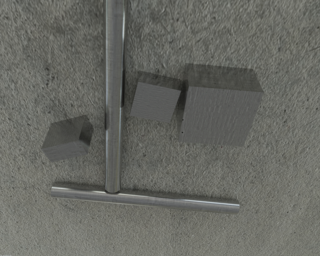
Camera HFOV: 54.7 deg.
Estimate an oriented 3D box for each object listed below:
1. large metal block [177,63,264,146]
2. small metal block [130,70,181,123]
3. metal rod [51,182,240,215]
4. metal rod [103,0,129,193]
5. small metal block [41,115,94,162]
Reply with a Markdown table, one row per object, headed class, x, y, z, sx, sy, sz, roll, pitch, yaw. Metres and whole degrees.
| class | x | y | z | sx | sy | sz | roll | pitch | yaw |
| --- | --- | --- | --- | --- | --- | --- | --- | --- | --- |
| large metal block | 0.066 | -0.027 | 0.369 | 0.081 | 0.050 | 0.079 | 4 | 130 | -4 |
| small metal block | -0.006 | -0.037 | 0.376 | 0.050 | 0.025 | 0.050 | 11 | 129 | -10 |
| metal rod | -0.019 | 0.115 | 0.505 | 0.302 | 0.025 | 0.025 | 7 | 130 | -7 |
| metal rod | -0.057 | -0.022 | 0.387 | 0.025 | 0.025 | 0.298 | 4 | 130 | -4 |
| small metal block | -0.118 | 0.013 | 0.400 | 0.050 | 0.050 | 0.025 | -13 | 129 | 10 |
